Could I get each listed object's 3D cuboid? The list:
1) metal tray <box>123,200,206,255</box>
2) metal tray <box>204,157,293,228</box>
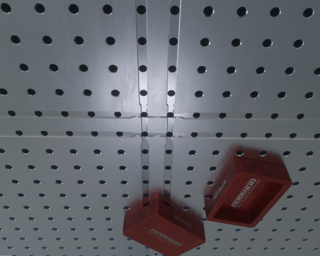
[{"bbox_3d":[0.009,0.189,0.569,0.130,0.030,0.090,37,121,-27],"label":"metal tray"},{"bbox_3d":[0.138,0.108,0.501,0.091,0.030,0.129,12,129,-11],"label":"metal tray"}]
